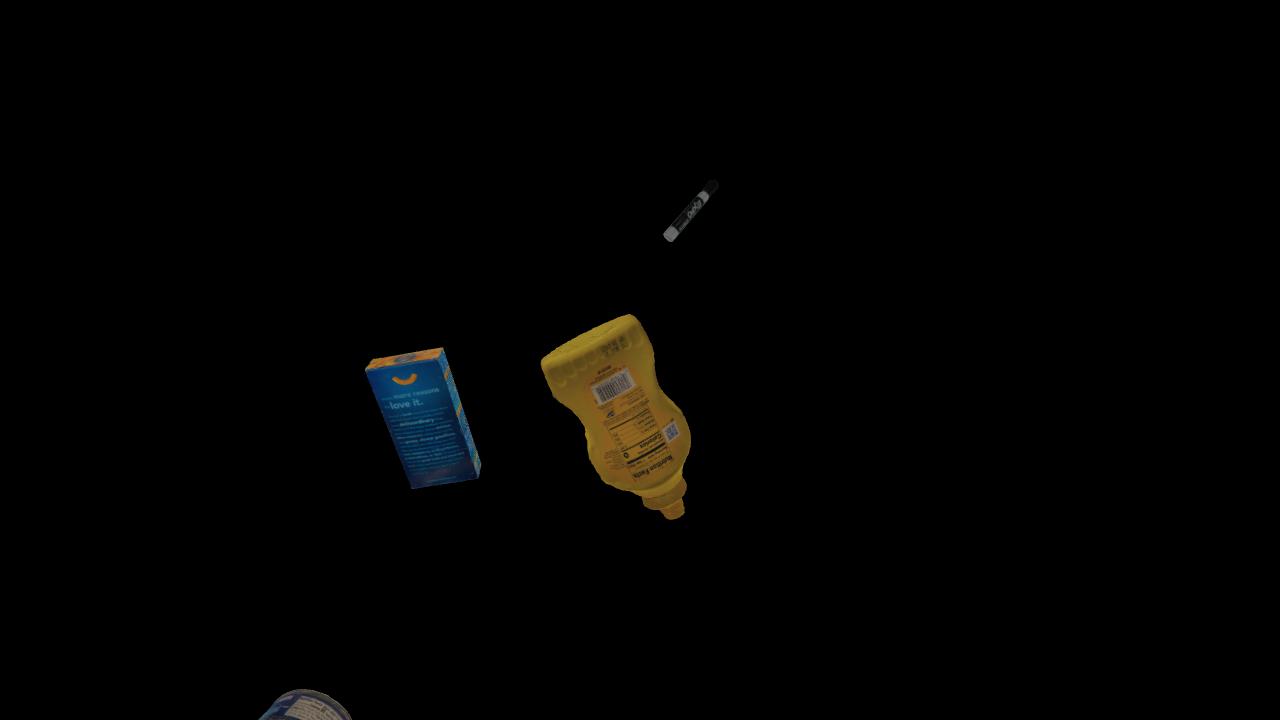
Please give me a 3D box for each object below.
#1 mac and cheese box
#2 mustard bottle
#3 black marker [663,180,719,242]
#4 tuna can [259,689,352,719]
[{"bbox_3d":[-0.275,0.078,0.795,0.093,0.184,0.041,-9,27,0],"label":"mac and cheese box"},{"bbox_3d":[-0.005,0.061,0.526,0.092,0.184,0.054,-29,17,-11],"label":"mustard bottle"},{"bbox_3d":[0.079,-0.226,0.924,0.020,0.121,0.020,37,-13,10],"label":"black marker"},{"bbox_3d":[-0.286,0.326,0.519,0.084,0.084,0.034,0,12,9],"label":"tuna can"}]
